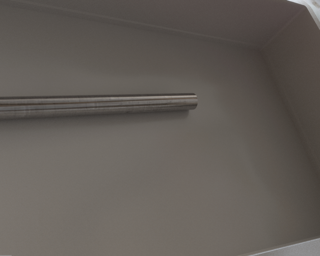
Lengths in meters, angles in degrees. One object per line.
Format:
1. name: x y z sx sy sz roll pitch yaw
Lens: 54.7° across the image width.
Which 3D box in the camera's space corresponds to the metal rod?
1. metal rod: -0.082 -0.028 0.379 0.303 0.025 0.025 -5 64 -31
